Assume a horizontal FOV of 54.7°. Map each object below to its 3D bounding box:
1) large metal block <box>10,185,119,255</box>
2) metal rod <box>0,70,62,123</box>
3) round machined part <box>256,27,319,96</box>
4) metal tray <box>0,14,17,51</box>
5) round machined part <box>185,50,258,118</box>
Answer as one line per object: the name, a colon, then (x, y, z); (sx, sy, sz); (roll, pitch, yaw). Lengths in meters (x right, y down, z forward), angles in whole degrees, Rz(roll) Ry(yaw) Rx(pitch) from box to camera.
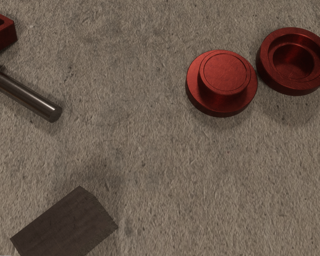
large metal block: (-0.097, 0.114, 0.336); (0.080, 0.080, 0.050); (-38, 75, -13)
metal rod: (-0.267, -0.092, 0.438); (0.301, 0.025, 0.025); (30, 73, 10)
round machined part: (0.183, -0.088, 0.434); (0.099, 0.042, 0.098); (0, 70, -1)
metal tray: (-0.278, -0.123, 0.423); (0.090, 0.030, 0.130); (29, 52, 9)
round machined part: (0.086, -0.067, 0.425); (0.099, 0.042, 0.098); (0, 70, -1)
